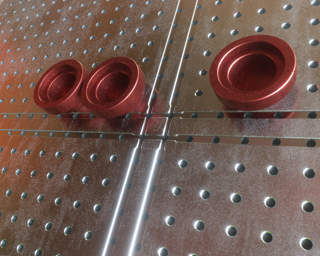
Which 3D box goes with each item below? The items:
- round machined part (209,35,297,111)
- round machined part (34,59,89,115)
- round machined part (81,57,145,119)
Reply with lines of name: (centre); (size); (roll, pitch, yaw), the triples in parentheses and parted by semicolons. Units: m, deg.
round machined part: (0.113, -0.062, 0.375); (0.098, 0.042, 0.098); (-13, 56, 20)
round machined part: (-0.157, -0.063, 0.516); (0.098, 0.042, 0.098); (-13, 56, 20)
round machined part: (-0.066, -0.056, 0.464); (0.098, 0.042, 0.098); (-13, 56, 20)
